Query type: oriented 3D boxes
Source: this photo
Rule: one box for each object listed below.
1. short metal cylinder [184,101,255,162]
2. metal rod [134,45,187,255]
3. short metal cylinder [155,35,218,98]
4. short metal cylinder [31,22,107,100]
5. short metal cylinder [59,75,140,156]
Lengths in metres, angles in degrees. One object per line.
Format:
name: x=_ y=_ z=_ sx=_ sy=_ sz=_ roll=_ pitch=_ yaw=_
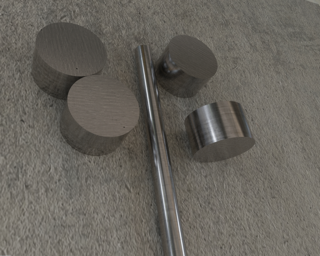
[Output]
short metal cylinder: x=0.077 y=0.007 z=0.405 sx=0.081 sy=0.080 sz=0.050 roll=2 pitch=61 yaw=-28
metal rod: x=-0.003 y=0.017 z=0.391 sx=0.025 sy=0.025 sz=0.299 roll=5 pitch=60 yaw=-26
short metal cylinder: x=0.038 y=-0.092 z=0.464 sx=0.081 sy=0.050 sz=0.080 roll=14 pitch=56 yaw=-21
short metal cylinder: x=-0.111 y=-0.081 z=0.377 sx=0.081 sy=0.050 sz=0.080 roll=14 pitch=56 yaw=-21
short metal cylinder: x=-0.070 y=-0.014 z=0.358 sx=0.081 sy=0.050 sz=0.080 roll=14 pitch=56 yaw=-21
